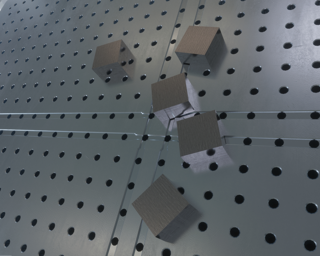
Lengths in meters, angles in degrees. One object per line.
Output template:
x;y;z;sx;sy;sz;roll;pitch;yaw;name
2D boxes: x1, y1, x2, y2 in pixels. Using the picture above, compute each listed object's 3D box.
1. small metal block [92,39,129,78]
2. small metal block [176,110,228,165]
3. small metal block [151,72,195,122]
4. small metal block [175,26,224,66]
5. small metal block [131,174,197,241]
-0.083;-0.117;0.525;0.050;0.025;0.050;-9;58;23;small metal block
0.050;0.012;0.376;0.050;0.025;0.050;-17;55;18;small metal block
0.017;-0.042;0.426;0.050;0.025;0.050;-17;55;18;small metal block
0.058;-0.121;0.453;0.050;0.025;0.050;16;70;34;small metal block
0.004;0.090;0.352;0.050;0.025;0.050;-44;51;-2;small metal block
